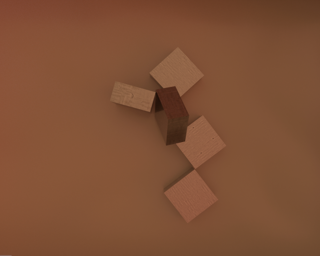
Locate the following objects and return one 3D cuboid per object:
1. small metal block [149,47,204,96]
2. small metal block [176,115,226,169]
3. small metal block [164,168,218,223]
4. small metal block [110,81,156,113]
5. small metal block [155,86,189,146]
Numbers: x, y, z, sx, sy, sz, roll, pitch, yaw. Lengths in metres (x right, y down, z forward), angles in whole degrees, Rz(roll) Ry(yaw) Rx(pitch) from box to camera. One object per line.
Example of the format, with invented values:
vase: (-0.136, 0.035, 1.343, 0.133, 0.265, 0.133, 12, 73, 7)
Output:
small metal block: (0.022, -0.070, 0.412, 0.050, 0.025, 0.050, -43, 90, -1)
small metal block: (0.051, 0.018, 0.412, 0.050, 0.025, 0.050, -37, 91, 0)
small metal block: (0.040, 0.088, 0.412, 0.050, 0.025, 0.050, -38, 91, 0)
small metal block: (-0.033, -0.038, 0.398, 0.050, 0.050, 0.025, 15, 90, 0)
small metal block: (0.013, -0.015, 0.383, 0.025, 0.050, 0.050, -12, 52, -12)
